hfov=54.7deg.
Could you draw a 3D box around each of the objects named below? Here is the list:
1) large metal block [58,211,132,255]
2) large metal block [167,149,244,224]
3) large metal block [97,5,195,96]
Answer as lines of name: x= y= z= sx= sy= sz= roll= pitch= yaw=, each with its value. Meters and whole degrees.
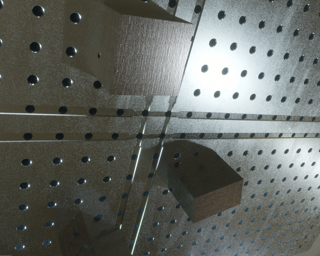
large metal block: x=-0.089 y=0.175 z=0.437 sx=0.050 sy=0.080 sz=0.080 roll=-47 pitch=130 yaw=4
large metal block: x=0.065 y=0.084 z=0.466 sx=0.081 sy=0.080 sz=0.050 roll=-16 pitch=125 yaw=-20
large metal block: x=-0.018 y=-0.082 z=0.336 sx=0.081 sy=0.050 sz=0.079 roll=-2 pitch=120 yaw=-28
